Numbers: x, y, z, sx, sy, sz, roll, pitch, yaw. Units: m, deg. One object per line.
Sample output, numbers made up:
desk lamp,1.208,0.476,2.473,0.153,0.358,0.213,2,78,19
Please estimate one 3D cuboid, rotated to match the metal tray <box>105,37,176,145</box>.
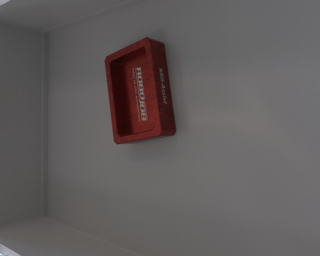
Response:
metal tray,-0.030,-0.047,0.429,0.090,0.030,0.129,-13,82,39
